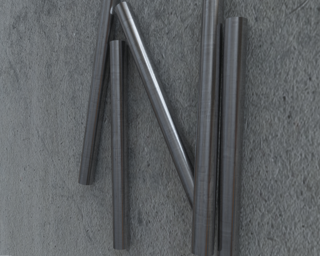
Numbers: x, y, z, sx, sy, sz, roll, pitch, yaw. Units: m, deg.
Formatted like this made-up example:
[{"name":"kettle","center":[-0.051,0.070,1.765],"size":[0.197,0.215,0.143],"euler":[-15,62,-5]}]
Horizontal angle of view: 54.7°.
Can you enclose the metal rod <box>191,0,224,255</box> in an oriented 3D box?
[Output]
[{"name":"metal rod","center":[0.054,-0.014,0.345],"size":[0.025,0.025,0.298],"euler":[0,86,40]}]

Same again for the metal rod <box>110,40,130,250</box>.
[{"name":"metal rod","center":[-0.059,0.024,0.453],"size":[0.025,0.025,0.298],"euler":[-2,89,40]}]

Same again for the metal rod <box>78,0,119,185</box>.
[{"name":"metal rod","center":[-0.097,-0.057,0.485],"size":[0.025,0.025,0.298],"euler":[15,100,39]}]

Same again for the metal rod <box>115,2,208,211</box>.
[{"name":"metal rod","center":[-0.002,-0.040,0.406],"size":[0.025,0.025,0.299],"euler":[-33,70,35]}]

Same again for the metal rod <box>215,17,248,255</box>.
[{"name":"metal rod","center":[0.078,0.032,0.340],"size":[0.025,0.025,0.298],"euler":[3,92,40]}]
